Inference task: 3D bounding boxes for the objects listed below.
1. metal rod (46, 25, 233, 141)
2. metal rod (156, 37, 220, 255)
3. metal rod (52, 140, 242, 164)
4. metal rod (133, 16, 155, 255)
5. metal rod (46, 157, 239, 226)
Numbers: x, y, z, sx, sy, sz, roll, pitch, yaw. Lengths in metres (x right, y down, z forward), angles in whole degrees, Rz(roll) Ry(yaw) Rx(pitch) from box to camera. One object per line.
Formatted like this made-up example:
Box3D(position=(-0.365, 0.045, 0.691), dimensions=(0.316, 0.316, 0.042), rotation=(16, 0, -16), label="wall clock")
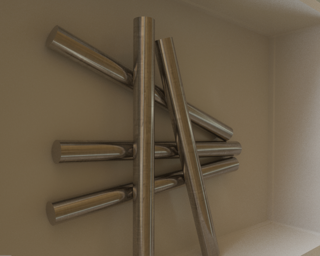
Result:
Box3D(position=(-0.001, -0.042, 0.405), dimensions=(0.301, 0.025, 0.025), rotation=(25, 74, -37), label="metal rod")
Box3D(position=(0.037, 0.035, 0.405), dimensions=(0.025, 0.025, 0.298), rotation=(-23, 105, -38), label="metal rod")
Box3D(position=(0.009, 0.029, 0.414), dimensions=(0.302, 0.025, 0.025), rotation=(2, 89, -40), label="metal rod")
Box3D(position=(-0.019, 0.025, 0.357), dimensions=(0.025, 0.025, 0.298), rotation=(0, 90, -40), label="metal rod")
Box3D(position=(0.004, 0.073, 0.411), dimensions=(0.302, 0.025, 0.025), rotation=(-7, 95, -40), label="metal rod")
